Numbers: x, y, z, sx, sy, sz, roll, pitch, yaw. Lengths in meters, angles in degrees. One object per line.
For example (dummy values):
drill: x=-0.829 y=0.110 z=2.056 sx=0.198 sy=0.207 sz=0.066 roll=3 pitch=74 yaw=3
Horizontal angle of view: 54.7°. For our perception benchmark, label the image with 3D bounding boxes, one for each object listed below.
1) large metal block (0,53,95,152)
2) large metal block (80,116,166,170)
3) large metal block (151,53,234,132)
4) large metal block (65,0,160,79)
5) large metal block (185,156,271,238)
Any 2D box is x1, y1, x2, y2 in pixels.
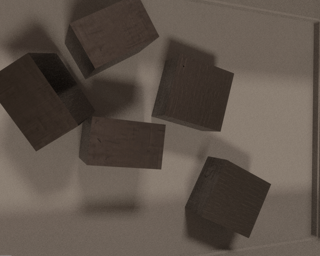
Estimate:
large metal block: x=-0.120 y=-0.032 z=0.330 sx=0.050 sy=0.080 sz=0.080 roll=-31 pitch=101 yaw=7
large metal block: x=-0.048 y=0.017 z=0.365 sx=0.081 sy=0.080 sz=0.050 roll=6 pitch=88 yaw=-20
large metal block: x=0.043 y=-0.044 z=0.414 sx=0.081 sy=0.050 sz=0.080 roll=16 pitch=85 yaw=-20
large metal block: x=-0.059 y=-0.102 z=0.360 sx=0.080 sy=0.080 sz=0.050 roll=-32 pitch=101 yaw=-18
large metal block: x=0.095 y=0.095 z=0.434 sx=0.080 sy=0.050 sz=0.080 roll=29 pitch=80 yaw=-18
